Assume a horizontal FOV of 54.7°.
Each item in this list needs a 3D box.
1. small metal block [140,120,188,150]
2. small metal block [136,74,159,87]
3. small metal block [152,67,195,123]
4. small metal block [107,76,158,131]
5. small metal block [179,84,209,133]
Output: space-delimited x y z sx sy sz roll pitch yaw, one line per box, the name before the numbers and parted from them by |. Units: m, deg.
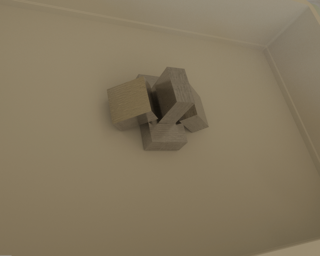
small metal block | 0.003 0.001 0.404 0.050 0.025 0.050 2 61 -27
small metal block | -0.007 -0.044 0.425 0.050 0.025 0.050 3 61 -28
small metal block | 0.014 -0.040 0.386 0.025 0.050 0.050 1 61 -29
small metal block | -0.035 -0.030 0.385 0.050 0.025 0.050 -18 65 11
small metal block | 0.042 -0.027 0.427 0.050 0.025 0.050 37 37 -58
